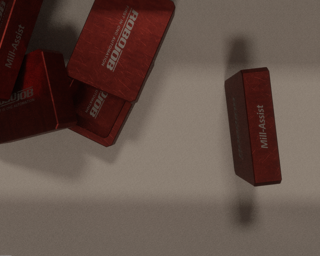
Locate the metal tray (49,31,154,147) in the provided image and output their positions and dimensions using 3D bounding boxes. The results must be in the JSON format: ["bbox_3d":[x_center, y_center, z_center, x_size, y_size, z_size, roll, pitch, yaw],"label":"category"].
[{"bbox_3d":[-0.075,-0.051,0.407,0.090,0.030,0.130,26,90,-1],"label":"metal tray"}]

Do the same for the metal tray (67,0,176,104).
[{"bbox_3d":[-0.047,-0.105,0.378,0.090,0.030,0.129,23,90,-1],"label":"metal tray"}]

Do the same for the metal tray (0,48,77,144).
[{"bbox_3d":[-0.166,-0.033,0.376,0.130,0.030,0.089,-12,90,29],"label":"metal tray"}]

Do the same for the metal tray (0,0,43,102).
[{"bbox_3d":[-0.189,-0.106,0.349,0.090,0.030,0.129,30,103,28],"label":"metal tray"}]

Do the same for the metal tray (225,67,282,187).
[{"bbox_3d":[0.110,-0.002,0.380,0.030,0.090,0.129,-7,90,0],"label":"metal tray"}]
